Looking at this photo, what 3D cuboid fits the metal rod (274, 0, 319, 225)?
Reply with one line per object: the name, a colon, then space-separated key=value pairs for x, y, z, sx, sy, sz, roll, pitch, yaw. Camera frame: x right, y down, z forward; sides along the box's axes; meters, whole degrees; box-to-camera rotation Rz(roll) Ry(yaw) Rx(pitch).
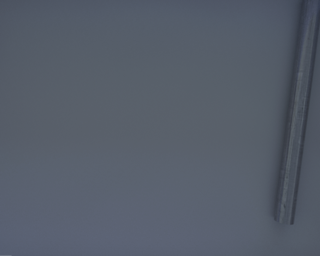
metal rod: x=0.184 y=-0.024 z=0.412 sx=0.025 sy=0.025 sz=0.298 roll=7 pitch=90 yaw=0
